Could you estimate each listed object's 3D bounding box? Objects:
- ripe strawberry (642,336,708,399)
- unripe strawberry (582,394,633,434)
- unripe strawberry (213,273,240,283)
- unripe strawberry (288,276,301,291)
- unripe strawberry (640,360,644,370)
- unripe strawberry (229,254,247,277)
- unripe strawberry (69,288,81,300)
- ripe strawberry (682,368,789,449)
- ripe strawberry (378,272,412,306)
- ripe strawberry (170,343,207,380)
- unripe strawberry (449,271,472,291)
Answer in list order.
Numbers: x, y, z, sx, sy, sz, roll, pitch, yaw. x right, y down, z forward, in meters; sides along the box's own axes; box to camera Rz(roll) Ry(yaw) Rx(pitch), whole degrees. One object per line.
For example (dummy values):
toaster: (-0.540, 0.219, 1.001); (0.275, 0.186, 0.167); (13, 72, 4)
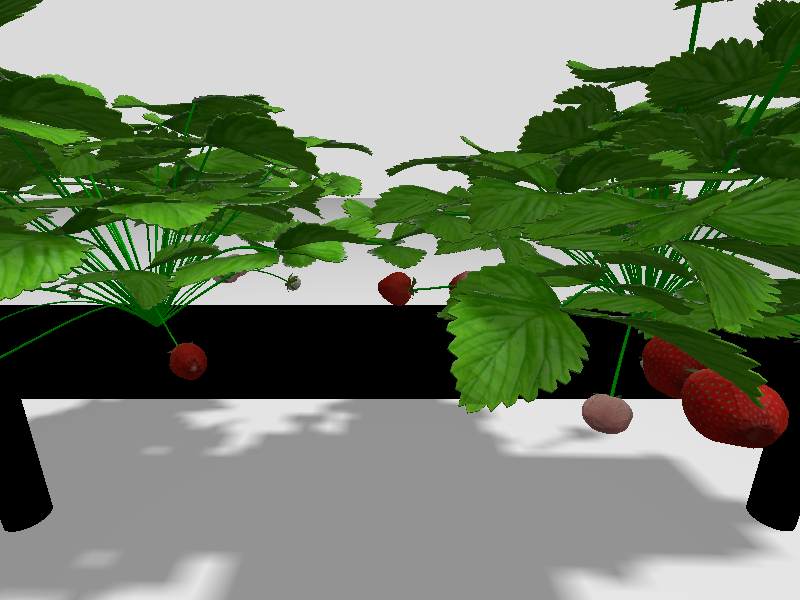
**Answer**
ripe strawberry: (0.172, 0.041, 0.243); (0.042, 0.044, 0.046); (6, 18, 21)
unripe strawberry: (0.107, 0.061, 0.208); (0.024, 0.021, 0.022); (11, 20, 34)
unripe strawberry: (-0.230, -0.038, 0.529); (0.036, 0.031, 0.036); (0, 16, -1)
unripe strawberry: (-0.130, -0.021, 0.494); (0.016, 0.018, 0.018); (11, 6, 34)
unripe strawberry: (0.171, 0.045, 0.276); (0.010, 0.011, 0.011); (9, 18, 27)
unripe strawberry: (-0.230, -0.049, 0.567); (0.036, 0.033, 0.033); (0, 16, -1)
unripe strawberry: (-0.370, -0.006, 0.456); (0.012, 0.013, 0.011); (-34, -6, 35)
ripe strawberry: (0.166, 0.055, 0.198); (0.043, 0.037, 0.043); (5, 18, 18)
ripe strawberry: (-0.007, -0.012, 0.439); (0.038, 0.037, 0.035); (5, 17, 17)
ripe strawberry: (-0.140, 0.042, 0.267); (0.022, 0.025, 0.024); (-13, 21, -37)
unripe strawberry: (0.073, -0.016, 0.451); (0.038, 0.037, 0.035); (8, 18, 29)
